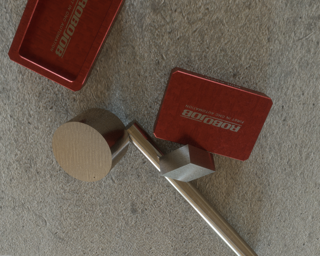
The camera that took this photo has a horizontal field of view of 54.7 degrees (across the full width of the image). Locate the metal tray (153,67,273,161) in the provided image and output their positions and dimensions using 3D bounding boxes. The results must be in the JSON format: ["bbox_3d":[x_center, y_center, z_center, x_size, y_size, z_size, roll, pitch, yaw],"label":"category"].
[{"bbox_3d":[0.066,-0.017,0.402,0.131,0.030,0.089,16,109,-6],"label":"metal tray"}]

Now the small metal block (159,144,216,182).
[{"bbox_3d":[0.035,0.047,0.402,0.050,0.025,0.050,22,141,-40],"label":"small metal block"}]

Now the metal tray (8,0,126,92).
[{"bbox_3d":[-0.107,-0.120,0.361,0.090,0.030,0.129,27,108,-10],"label":"metal tray"}]

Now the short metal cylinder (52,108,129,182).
[{"bbox_3d":[-0.086,0.020,0.391,0.080,0.050,0.079,7,114,16],"label":"short metal cylinder"}]

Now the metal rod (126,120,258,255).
[{"bbox_3d":[0.054,0.106,0.449,0.025,0.025,0.300,-38,106,12],"label":"metal rod"}]
